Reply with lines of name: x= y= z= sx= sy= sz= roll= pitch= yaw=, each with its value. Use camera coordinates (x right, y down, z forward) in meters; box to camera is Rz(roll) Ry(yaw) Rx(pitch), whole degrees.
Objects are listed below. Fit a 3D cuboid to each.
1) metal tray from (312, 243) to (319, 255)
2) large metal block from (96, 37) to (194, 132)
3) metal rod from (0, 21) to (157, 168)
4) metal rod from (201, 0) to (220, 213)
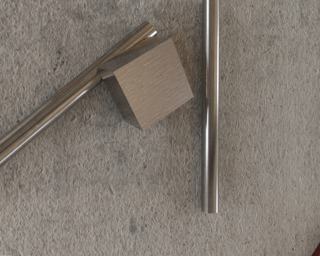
metal tray: x=0.300 y=0.232 z=0.520 sx=0.090 sy=0.030 sz=0.130 roll=45 pitch=76 yaw=-15
large metal block: x=-0.016 y=-0.056 z=0.377 sx=0.080 sy=0.050 sz=0.080 roll=-36 pitch=121 yaw=-19
metal rod: x=-0.118 y=-0.029 z=0.365 sx=0.301 sy=0.025 sz=0.025 roll=-44 pitch=104 yaw=-15
metal rod: x=0.071 y=-0.032 z=0.436 sx=0.025 sy=0.025 sz=0.298 roll=0 pitch=90 yaw=-20
